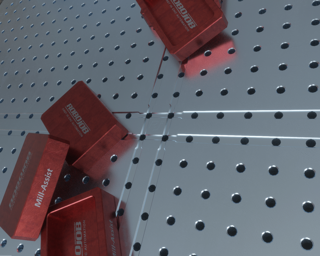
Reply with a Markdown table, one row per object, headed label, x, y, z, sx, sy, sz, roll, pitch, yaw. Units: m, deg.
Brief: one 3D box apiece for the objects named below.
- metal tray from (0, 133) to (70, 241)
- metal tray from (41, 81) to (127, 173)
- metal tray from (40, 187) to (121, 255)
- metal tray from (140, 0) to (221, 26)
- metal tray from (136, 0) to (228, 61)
| label | x | y | z | sx | sy | sz | roll | pitch | yaw |
| --- | --- | --- | --- | --- | --- | --- | --- | --- | --- |
| metal tray | -0.172 | 0.073 | 0.415 | 0.090 | 0.030 | 0.130 | 1 | 71 | 50 |
| metal tray | -0.119 | -0.006 | 0.469 | 0.090 | 0.030 | 0.130 | -43 | 51 | -2 |
| metal tray | -0.094 | 0.145 | 0.363 | 0.090 | 0.030 | 0.130 | -24 | 53 | 13 |
| metal tray | 0.037 | -0.227 | 0.523 | 0.130 | 0.030 | 0.090 | -5 | 60 | 25 |
| metal tray | 0.030 | -0.177 | 0.466 | 0.090 | 0.030 | 0.130 | -36 | 66 | 15 |
